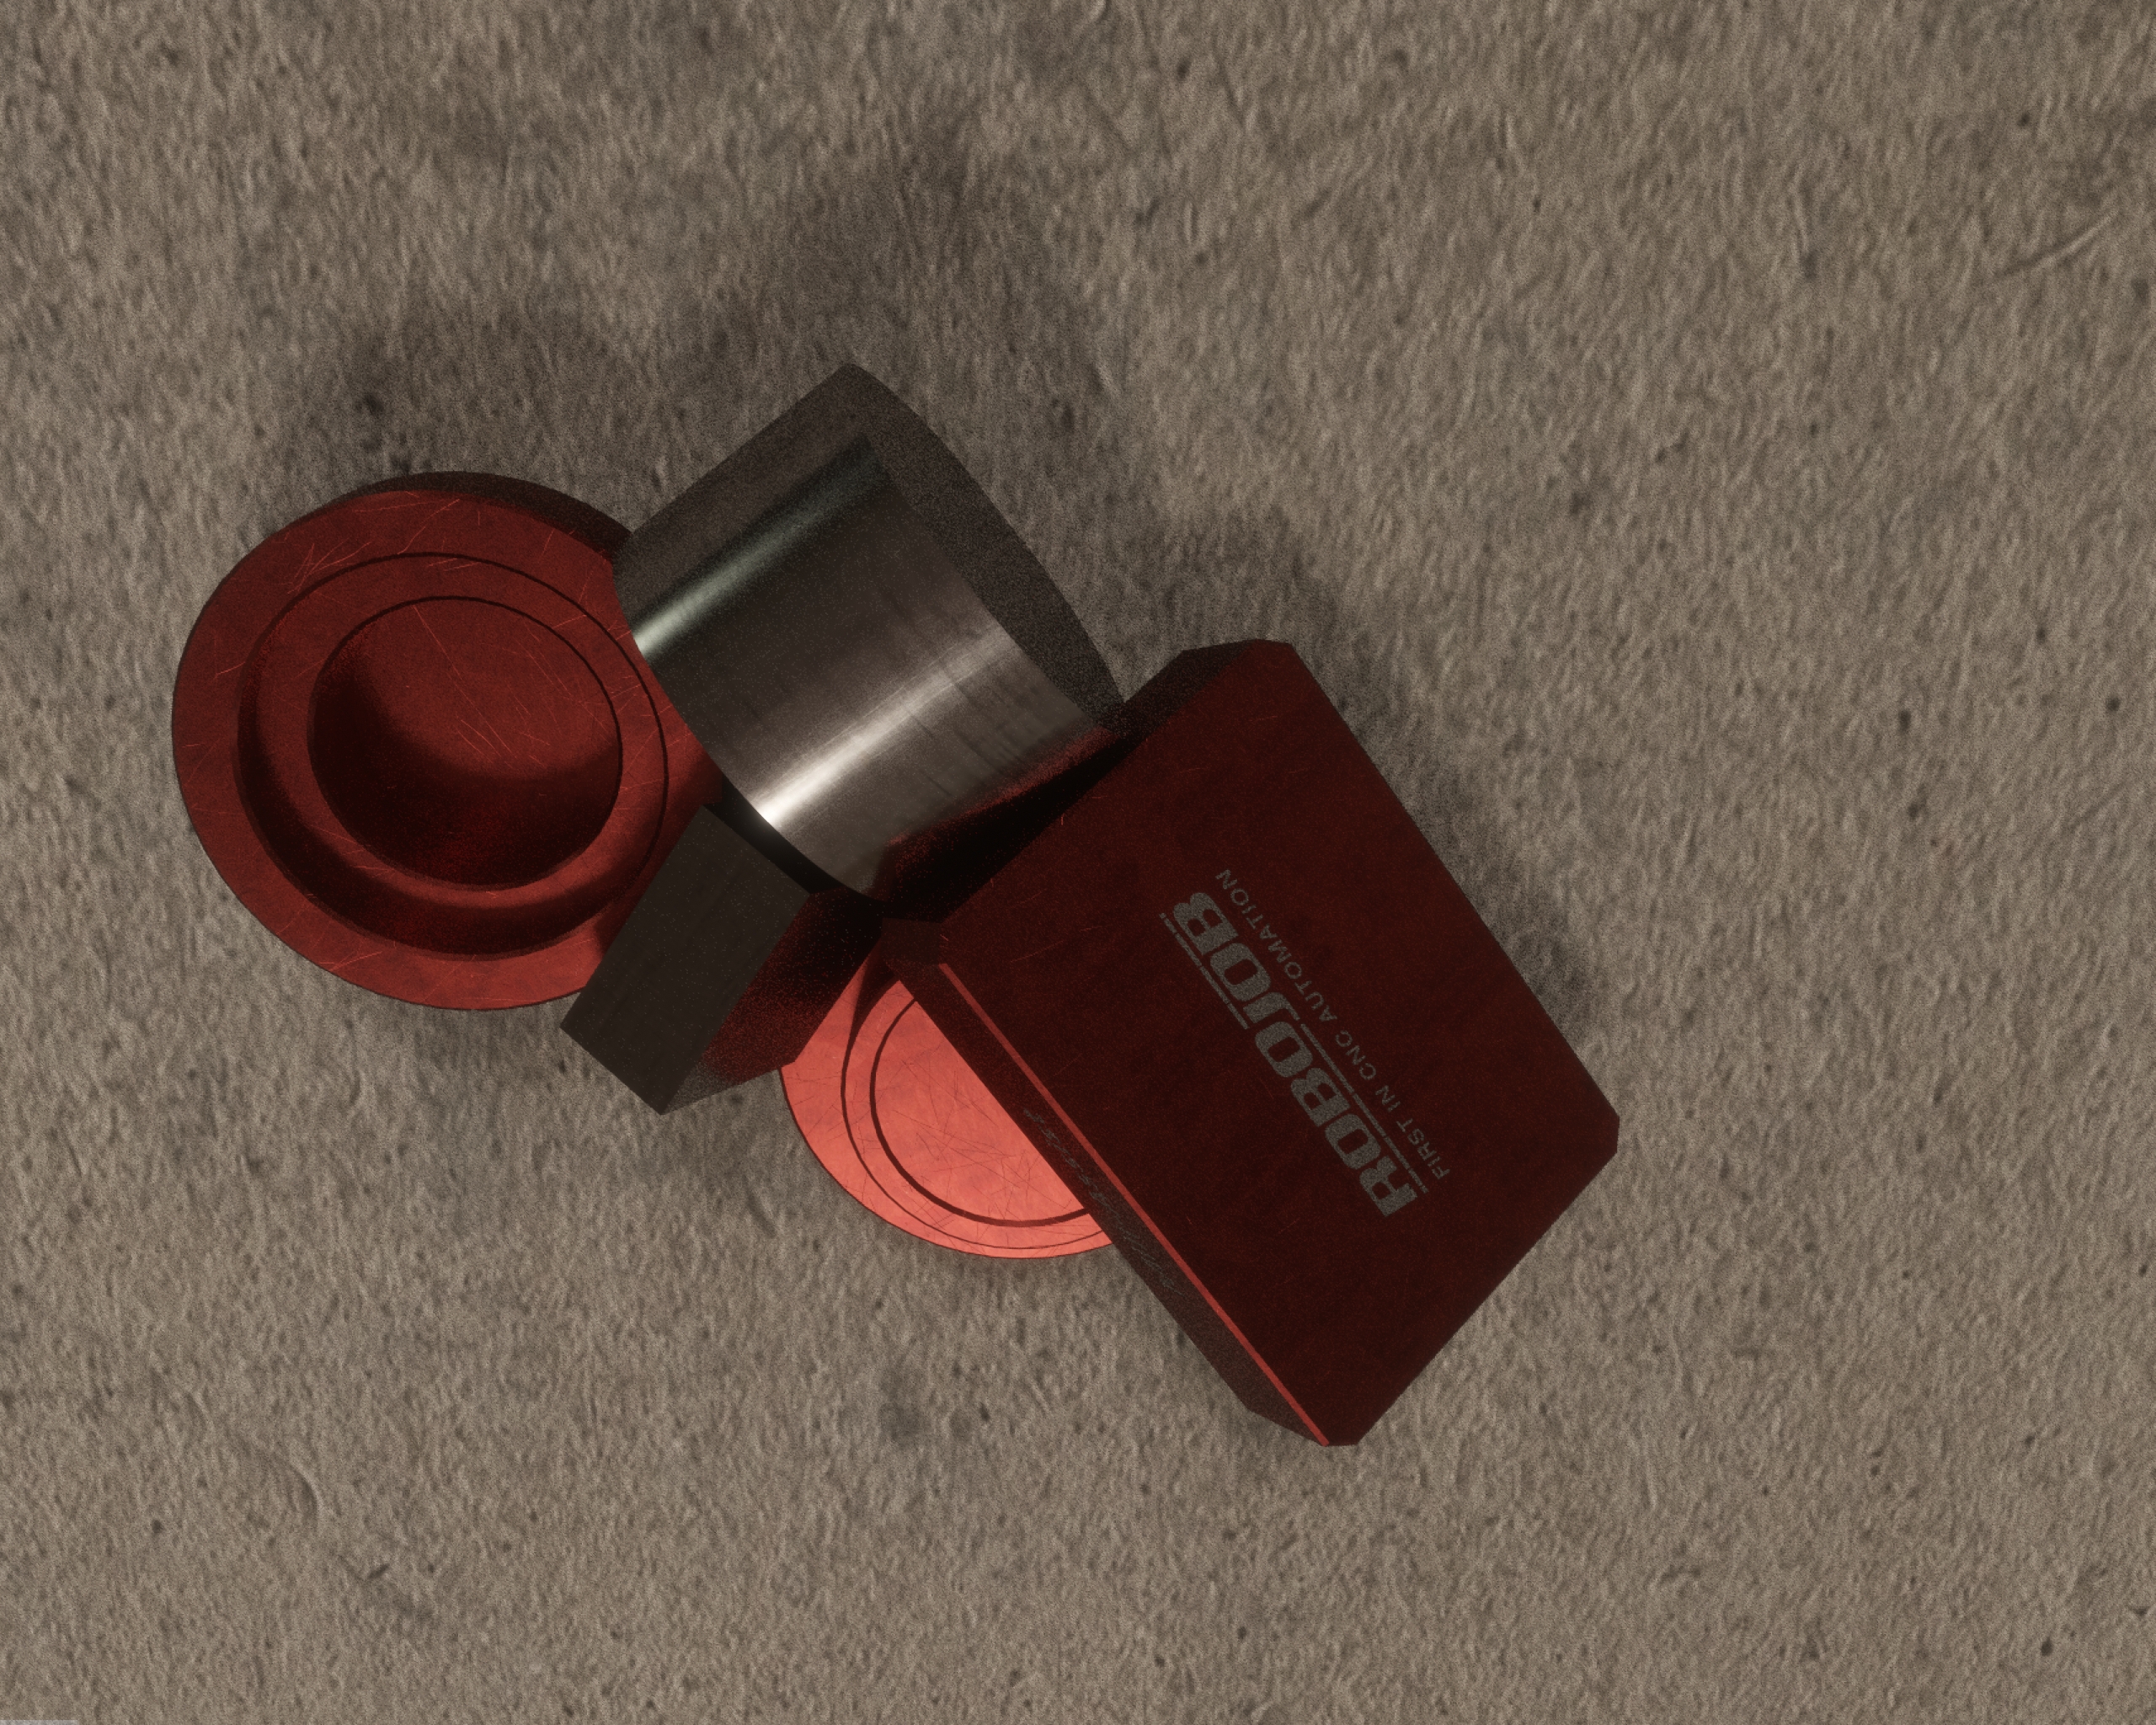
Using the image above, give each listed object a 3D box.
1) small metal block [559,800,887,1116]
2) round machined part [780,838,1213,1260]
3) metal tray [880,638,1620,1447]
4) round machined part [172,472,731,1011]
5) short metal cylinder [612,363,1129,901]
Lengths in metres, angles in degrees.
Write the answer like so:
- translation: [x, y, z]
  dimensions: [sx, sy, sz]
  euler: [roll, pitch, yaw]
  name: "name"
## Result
- translation: [-0.060, 0.015, 0.383]
  dimensions: [0.025, 0.050, 0.050]
  euler: [39, 107, 12]
  name: "small metal block"
- translation: [-0.011, 0.037, 0.415]
  dimensions: [0.099, 0.042, 0.097]
  euler: [0, 110, -1]
  name: "round machined part"
- translation: [0.036, 0.034, 0.398]
  dimensions: [0.090, 0.030, 0.130]
  euler: [-43, 108, -19]
  name: "metal tray"
- translation: [-0.112, -0.025, 0.391]
  dimensions: [0.099, 0.042, 0.097]
  euler: [0, 110, -1]
  name: "round machined part"
- translation: [-0.035, -0.040, 0.367]
  dimensions: [0.050, 0.080, 0.080]
  euler: [-36, 107, 12]
  name: "short metal cylinder"
